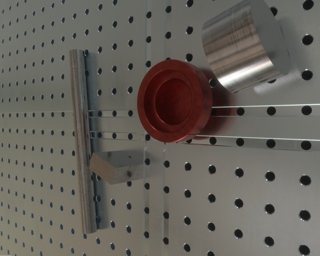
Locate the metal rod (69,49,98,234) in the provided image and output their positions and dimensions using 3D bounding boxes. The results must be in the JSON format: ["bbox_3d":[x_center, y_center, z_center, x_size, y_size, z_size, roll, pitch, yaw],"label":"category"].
[{"bbox_3d":[-0.127,0.019,0.511,0.025,0.025,0.298,-9,84,39],"label":"metal rod"}]

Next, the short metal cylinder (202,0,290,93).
[{"bbox_3d":[0.085,-0.080,0.302,0.050,0.081,0.080,-20,77,38],"label":"short metal cylinder"}]

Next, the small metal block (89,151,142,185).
[{"bbox_3d":[-0.064,0.055,0.443,0.050,0.050,0.025,26,107,36],"label":"small metal block"}]

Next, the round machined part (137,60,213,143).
[{"bbox_3d":[0.022,-0.031,0.379,0.098,0.042,0.097,0,90,39],"label":"round machined part"}]
